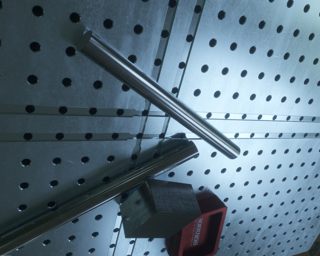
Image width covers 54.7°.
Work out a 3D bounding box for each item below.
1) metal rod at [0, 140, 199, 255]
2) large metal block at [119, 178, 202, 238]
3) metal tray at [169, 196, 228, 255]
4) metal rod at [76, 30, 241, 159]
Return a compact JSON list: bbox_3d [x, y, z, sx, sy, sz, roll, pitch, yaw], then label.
[{"bbox_3d":[-0.082,0.093,0.425,0.302,0.025,0.025,-26,128,-13],"label":"metal rod"},{"bbox_3d":[-0.001,0.121,0.454,0.081,0.050,0.080,15,132,-36],"label":"large metal block"},{"bbox_3d":[0.068,0.191,0.566,0.091,0.030,0.129,-10,123,-24],"label":"metal tray"},{"bbox_3d":[0.021,-0.025,0.409,0.301,0.025,0.025,33,100,-39],"label":"metal rod"}]
